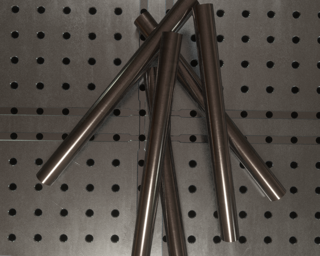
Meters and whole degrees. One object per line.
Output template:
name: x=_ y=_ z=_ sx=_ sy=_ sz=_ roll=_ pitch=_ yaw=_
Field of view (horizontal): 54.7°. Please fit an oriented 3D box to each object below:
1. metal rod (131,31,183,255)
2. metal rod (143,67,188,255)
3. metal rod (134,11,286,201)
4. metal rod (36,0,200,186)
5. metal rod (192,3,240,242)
metal rod: x=-0.006 y=0.034 z=0.389 sx=0.025 sy=0.025 sz=0.298 roll=8 pitch=100 yaw=-1
metal rod: x=0.010 y=0.069 z=0.413 sx=0.025 sy=0.025 sz=0.298 roll=-8 pitch=90 yaw=0
metal rod: x=0.067 y=-0.028 z=0.414 sx=0.025 sy=0.025 sz=0.300 roll=-38 pitch=91 yaw=0
metal rod: x=-0.057 y=-0.046 z=0.396 sx=0.025 sy=0.025 sz=0.299 roll=40 pitch=96 yaw=-1
metal rod: x=0.072 y=0.001 z=0.391 sx=0.025 sy=0.025 sz=0.298 roll=-9 pitch=99 yaw=0
